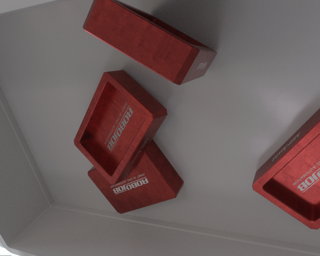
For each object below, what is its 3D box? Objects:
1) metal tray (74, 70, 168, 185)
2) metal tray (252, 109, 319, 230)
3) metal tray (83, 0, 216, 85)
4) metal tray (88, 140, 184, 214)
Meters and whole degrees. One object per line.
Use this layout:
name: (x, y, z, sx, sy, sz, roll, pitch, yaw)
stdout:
metal tray: (-0.057, 0.001, 0.410, 0.090, 0.030, 0.129, 43, 123, 18)
metal tray: (0.177, 0.047, 0.340, 0.090, 0.030, 0.129, 34, 129, 5)
metal tray: (0.001, -0.080, 0.289, 0.090, 0.130, 0.030, 32, 109, 7)
metal tray: (-0.040, 0.077, 0.475, 0.130, 0.030, 0.090, -27, 104, 37)
